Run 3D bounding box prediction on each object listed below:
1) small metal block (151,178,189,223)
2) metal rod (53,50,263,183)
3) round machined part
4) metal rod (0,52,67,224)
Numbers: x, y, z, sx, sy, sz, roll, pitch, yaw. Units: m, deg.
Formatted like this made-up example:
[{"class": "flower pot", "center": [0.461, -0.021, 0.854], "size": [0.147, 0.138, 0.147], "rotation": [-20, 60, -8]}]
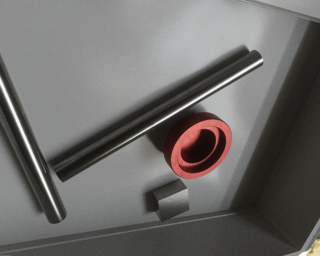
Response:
[{"class": "small metal block", "center": [0.017, 0.115, 0.491], "size": [0.050, 0.025, 0.050], "rotation": [-20, 126, -17]}, {"class": "metal rod", "center": [0.005, -0.020, 0.400], "size": [0.301, 0.025, 0.025], "rotation": [-31, 129, -9]}, {"class": "round machined part", "center": [0.049, 0.020, 0.439], "size": [0.099, 0.042, 0.097], "rotation": [-14, 125, -21]}, {"class": "metal rod", "center": [-0.151, -0.006, 0.322], "size": [0.025, 0.025, 0.298], "rotation": [-20, 126, -17]}]
